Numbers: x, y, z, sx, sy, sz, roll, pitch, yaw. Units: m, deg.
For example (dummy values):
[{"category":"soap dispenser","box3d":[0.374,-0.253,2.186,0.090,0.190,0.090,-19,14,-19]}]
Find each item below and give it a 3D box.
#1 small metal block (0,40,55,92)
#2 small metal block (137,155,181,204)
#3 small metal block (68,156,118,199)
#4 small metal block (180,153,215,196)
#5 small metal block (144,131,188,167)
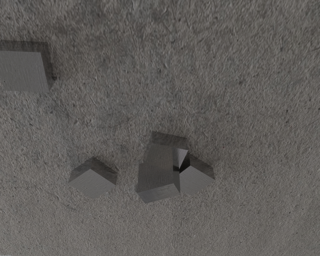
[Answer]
[{"category":"small metal block","box3d":[-0.151,-0.069,0.347,0.050,0.025,0.050,2,130,-2]},{"category":"small metal block","box3d":[-0.001,0.068,0.416,0.050,0.050,0.025,-18,128,14]},{"category":"small metal block","box3d":[-0.101,0.076,0.471,0.050,0.025,0.050,-34,123,25]},{"category":"small metal block","box3d":[0.046,0.071,0.468,0.050,0.025,0.050,32,123,-25]},{"category":"small metal block","box3d":[0.007,0.035,0.437,0.050,0.025,0.050,12,129,-10]}]
